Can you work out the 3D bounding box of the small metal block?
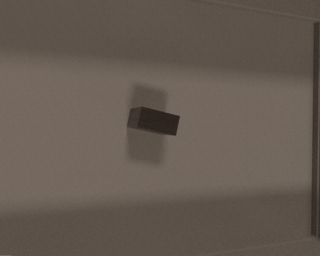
[{"bbox_3d":[-0.010,-0.008,0.395,0.050,0.050,0.025,13,86,-20],"label":"small metal block"}]
